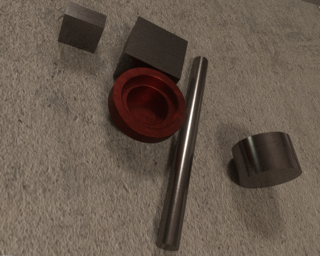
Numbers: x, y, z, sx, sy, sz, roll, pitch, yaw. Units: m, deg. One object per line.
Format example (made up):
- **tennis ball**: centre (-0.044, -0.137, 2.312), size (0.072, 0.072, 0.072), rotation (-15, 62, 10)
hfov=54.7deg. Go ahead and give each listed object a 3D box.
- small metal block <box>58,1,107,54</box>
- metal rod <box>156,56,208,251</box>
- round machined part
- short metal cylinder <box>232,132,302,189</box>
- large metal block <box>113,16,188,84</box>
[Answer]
- **small metal block**: centre (-0.104, -0.133, 0.414), size (0.050, 0.050, 0.025), rotation (15, 56, -20)
- **metal rod**: centre (0.037, 0.010, 0.419), size (0.025, 0.025, 0.300), rotation (24, 53, -14)
- **round machined part**: centre (-0.019, -0.025, 0.396), size (0.099, 0.042, 0.098), rotation (12, 61, -22)
- **short metal cylinder**: centre (0.143, 0.046, 0.420), size (0.081, 0.080, 0.050), rotation (7, 59, -25)
- **large metal block**: centre (-0.012, -0.100, 0.444), size (0.080, 0.050, 0.080), rotation (23, 53, -15)
